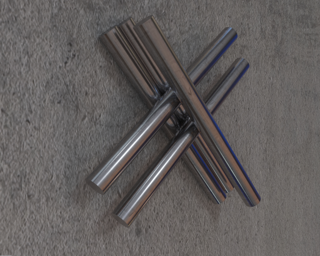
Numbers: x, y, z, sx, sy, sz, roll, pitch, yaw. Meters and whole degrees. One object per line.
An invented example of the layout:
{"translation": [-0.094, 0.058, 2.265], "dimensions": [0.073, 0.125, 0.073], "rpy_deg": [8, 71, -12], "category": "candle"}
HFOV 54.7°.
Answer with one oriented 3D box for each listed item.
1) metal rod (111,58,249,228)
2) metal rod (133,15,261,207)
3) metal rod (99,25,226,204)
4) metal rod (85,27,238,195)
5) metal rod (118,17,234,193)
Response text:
{"translation": [0.042, 0.001, 0.411], "dimensions": [0.301, 0.025, 0.025], "rpy_deg": [-49, 120, -29], "category": "metal rod"}
{"translation": [0.060, -0.003, 0.393], "dimensions": [0.025, 0.025, 0.299], "rpy_deg": [-51, 120, -28], "category": "metal rod"}
{"translation": [0.016, -0.001, 0.422], "dimensions": [0.025, 0.025, 0.299], "rpy_deg": [-50, 120, -29], "category": "metal rod"}
{"translation": [0.019, -0.040, 0.391], "dimensions": [0.301, 0.025, 0.025], "rpy_deg": [-49, 120, -29], "category": "metal rod"}
{"translation": [0.032, -0.015, 0.435], "dimensions": [0.025, 0.025, 0.299], "rpy_deg": [-50, 120, -29], "category": "metal rod"}
